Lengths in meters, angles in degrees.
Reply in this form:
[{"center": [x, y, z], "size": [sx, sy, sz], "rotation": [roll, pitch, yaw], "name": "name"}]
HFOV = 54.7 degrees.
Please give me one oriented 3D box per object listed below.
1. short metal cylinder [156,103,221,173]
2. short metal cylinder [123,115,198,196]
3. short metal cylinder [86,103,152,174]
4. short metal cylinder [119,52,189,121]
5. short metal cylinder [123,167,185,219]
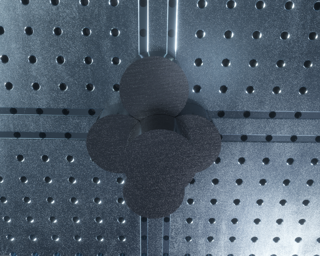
[{"center": [0.035, 0.013, 0.404], "size": [0.081, 0.050, 0.079], "rotation": [0, 110, 0], "name": "short metal cylinder"}, {"center": [0.000, 0.030, 0.357], "size": [0.081, 0.050, 0.079], "rotation": [0, 110, 0], "name": "short metal cylinder"}, {"center": [-0.050, 0.012, 0.404], "size": [0.081, 0.050, 0.079], "rotation": [0, 110, 0], "name": "short metal cylinder"}, {"center": [-0.007, -0.051, 0.381], "size": [0.081, 0.050, 0.079], "rotation": [-1, 110, -1], "name": "short metal cylinder"}, {"center": [-0.008, 0.076, 0.427], "size": [0.081, 0.050, 0.079], "rotation": [0, 108, -1], "name": "short metal cylinder"}]
